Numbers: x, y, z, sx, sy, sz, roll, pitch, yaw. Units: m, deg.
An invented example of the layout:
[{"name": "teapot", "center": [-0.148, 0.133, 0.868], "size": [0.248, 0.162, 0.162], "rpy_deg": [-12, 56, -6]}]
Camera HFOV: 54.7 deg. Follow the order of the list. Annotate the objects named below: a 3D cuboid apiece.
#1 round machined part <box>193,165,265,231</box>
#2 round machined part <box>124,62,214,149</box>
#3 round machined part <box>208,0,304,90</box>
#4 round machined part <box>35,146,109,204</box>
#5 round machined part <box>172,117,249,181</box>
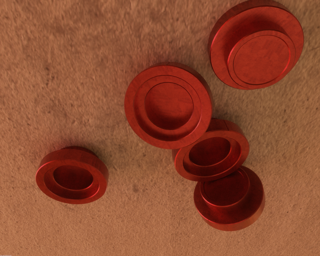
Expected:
[{"name": "round machined part", "center": [0.094, 0.090, 0.436], "size": [0.098, 0.098, 0.042], "rpy_deg": [-16, 133, 13]}, {"name": "round machined part", "center": [0.012, -0.028, 0.358], "size": [0.098, 0.042, 0.097], "rpy_deg": [5, 112, 12]}, {"name": "round machined part", "center": [0.103, -0.081, 0.329], "size": [0.099, 0.042, 0.097], "rpy_deg": [-1, 130, 0]}, {"name": "round machined part", "center": [-0.124, 0.064, 0.449], "size": [0.099, 0.042, 0.097], "rpy_deg": [-1, 130, 0]}, {"name": "round machined part", "center": [0.064, 0.024, 0.411], "size": [0.099, 0.042, 0.097], "rpy_deg": [-7, 133, -7]}]
